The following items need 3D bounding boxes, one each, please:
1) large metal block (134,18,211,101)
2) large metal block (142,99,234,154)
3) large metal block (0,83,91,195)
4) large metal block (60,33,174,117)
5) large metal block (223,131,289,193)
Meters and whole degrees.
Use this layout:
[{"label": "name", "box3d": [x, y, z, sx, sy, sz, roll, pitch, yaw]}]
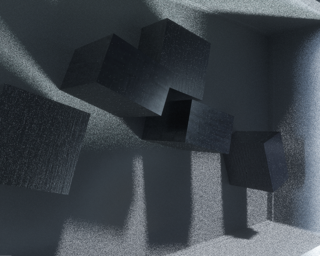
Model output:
[{"label": "large metal block", "box3d": [0.016, -0.084, 0.406, 0.081, 0.050, 0.080, 16, 80, -39]}, {"label": "large metal block", "box3d": [0.036, 0.000, 0.403, 0.081, 0.080, 0.050, 16, 80, -39]}, {"label": "large metal block", "box3d": [-0.122, 0.013, 0.289, 0.080, 0.050, 0.080, 21, 77, -38]}, {"label": "large metal block", "box3d": [-0.047, -0.050, 0.333, 0.080, 0.080, 0.050, 26, 74, -37]}, {"label": "large metal block", "box3d": [0.152, 0.051, 0.502, 0.050, 0.080, 0.080, -26, 106, -37]}]
